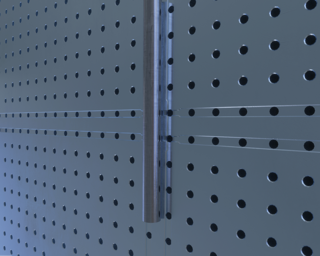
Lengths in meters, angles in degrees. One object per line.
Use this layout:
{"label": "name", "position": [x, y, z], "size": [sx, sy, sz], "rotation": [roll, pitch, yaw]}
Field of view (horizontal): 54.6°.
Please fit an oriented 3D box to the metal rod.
{"label": "metal rod", "position": [-0.011, -0.024, 0.420], "size": [0.025, 0.025, 0.298], "rotation": [1, 91, 40]}
